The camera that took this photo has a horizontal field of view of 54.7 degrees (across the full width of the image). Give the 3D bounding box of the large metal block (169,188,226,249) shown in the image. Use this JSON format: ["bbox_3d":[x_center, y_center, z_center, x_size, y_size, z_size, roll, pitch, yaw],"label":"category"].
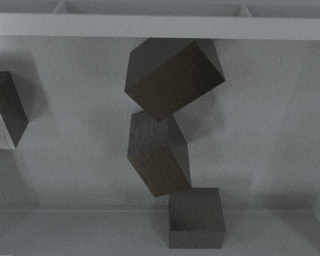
[{"bbox_3d":[0.055,0.143,0.496,0.081,0.080,0.050,1,130,-1],"label":"large metal block"}]

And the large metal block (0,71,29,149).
[{"bbox_3d":[-0.217,-0.020,0.372,0.081,0.050,0.079,-1,130,0],"label":"large metal block"}]

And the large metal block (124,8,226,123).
[{"bbox_3d":[0.013,-0.065,0.318,0.080,0.080,0.050,-32,124,24],"label":"large metal block"}]

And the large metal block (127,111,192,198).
[{"bbox_3d":[0.001,0.029,0.397,0.050,0.080,0.080,-18,128,14],"label":"large metal block"}]
